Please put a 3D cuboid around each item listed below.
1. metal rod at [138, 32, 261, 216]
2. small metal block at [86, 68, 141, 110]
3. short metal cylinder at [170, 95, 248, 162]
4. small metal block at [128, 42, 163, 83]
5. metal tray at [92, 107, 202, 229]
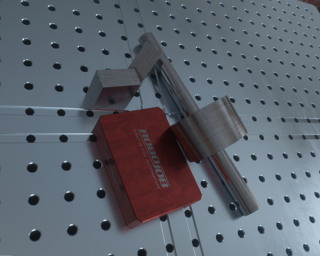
[{"bbox_3d":[0.050,-0.015,0.445,0.025,0.025,0.299,-19,72,-36],"label":"metal rod"},{"bbox_3d":[-0.059,-0.049,0.391,0.050,0.050,0.025,-10,67,-33],"label":"small metal block"},{"bbox_3d":[0.059,0.001,0.381,0.081,0.080,0.050,-29,91,-38],"label":"short metal cylinder"},{"bbox_3d":[-0.021,-0.089,0.424,0.025,0.050,0.050,35,13,-6],"label":"small metal block"},{"bbox_3d":[-0.016,0.041,0.372,0.091,0.030,0.130,-12,68,-33],"label":"metal tray"}]
